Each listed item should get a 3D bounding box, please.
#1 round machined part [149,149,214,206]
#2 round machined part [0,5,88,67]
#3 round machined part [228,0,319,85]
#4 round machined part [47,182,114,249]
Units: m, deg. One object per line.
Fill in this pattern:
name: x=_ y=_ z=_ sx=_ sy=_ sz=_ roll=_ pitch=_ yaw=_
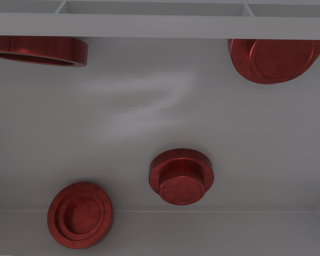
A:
round machined part: x=0.032 y=0.080 z=0.466 sx=0.099 sy=0.042 sz=0.097 roll=0 pitch=130 yaw=0
round machined part: x=-0.119 y=-0.087 z=0.298 sx=0.099 sy=0.098 sz=0.042 roll=5 pitch=95 yaw=-4
round machined part: x=0.124 y=-0.087 z=0.325 sx=0.099 sy=0.042 sz=0.097 roll=0 pitch=130 yaw=0
round machined part: x=-0.120 y=0.138 z=0.484 sx=0.099 sy=0.098 sz=0.042 roll=-3 pitch=156 yaw=2
